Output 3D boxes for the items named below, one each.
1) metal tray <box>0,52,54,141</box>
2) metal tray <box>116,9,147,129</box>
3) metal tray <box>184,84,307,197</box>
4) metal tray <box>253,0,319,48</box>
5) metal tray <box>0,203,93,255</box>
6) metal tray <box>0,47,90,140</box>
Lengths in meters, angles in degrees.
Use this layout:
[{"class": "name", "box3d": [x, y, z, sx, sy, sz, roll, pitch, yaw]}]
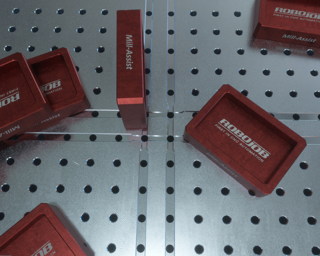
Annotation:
[{"class": "metal tray", "box3d": [-0.213, -0.028, 0.385, 0.131, 0.030, 0.090, -27, 72, -10]}, {"class": "metal tray", "box3d": [-0.036, -0.074, 0.404, 0.030, 0.090, 0.130, -3, 70, -1]}, {"class": "metal tray", "box3d": [0.108, 0.014, 0.404, 0.130, 0.030, 0.090, 39, 74, 13]}, {"class": "metal tray", "box3d": [0.214, -0.174, 0.473, 0.131, 0.030, 0.090, 10, 70, 3]}, {"class": "metal tray", "box3d": [-0.153, 0.161, 0.349, 0.130, 0.030, 0.090, -40, 75, -13]}, {"class": "metal tray", "box3d": [-0.174, -0.048, 0.425, 0.131, 0.030, 0.090, -22, 72, -8]}]
